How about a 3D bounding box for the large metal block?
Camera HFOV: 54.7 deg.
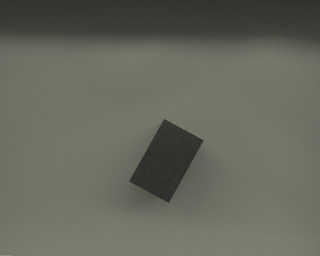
[{"bbox_3d":[0.007,0.036,0.384,0.050,0.080,0.080,29,90,-1],"label":"large metal block"}]
